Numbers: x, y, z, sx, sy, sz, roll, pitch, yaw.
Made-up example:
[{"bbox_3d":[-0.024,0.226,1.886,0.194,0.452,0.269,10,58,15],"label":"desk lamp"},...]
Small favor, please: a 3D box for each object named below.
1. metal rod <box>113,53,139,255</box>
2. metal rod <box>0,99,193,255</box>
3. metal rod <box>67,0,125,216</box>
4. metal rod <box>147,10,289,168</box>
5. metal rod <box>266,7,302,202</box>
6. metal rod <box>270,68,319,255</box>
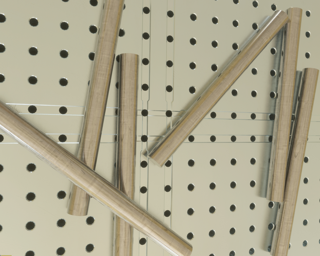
[{"bbox_3d":[-0.044,0.056,0.396,0.025,0.025,0.298,2,89,-20],"label":"metal rod"},{"bbox_3d":[-0.077,0.064,0.356,0.300,0.025,0.025,41,77,-15],"label":"metal rod"},{"bbox_3d":[-0.076,-0.044,0.384,0.025,0.025,0.299,10,87,-20],"label":"metal rod"},{"bbox_3d":[0.090,-0.064,0.445,0.025,0.025,0.301,46,76,-15],"label":"metal rod"},{"bbox_3d":[0.194,-0.037,0.483,0.025,0.025,0.299,8,87,-20],"label":"metal rod"},{"bbox_3d":[0.213,0.053,0.490,0.025,0.025,0.299,13,86,-20],"label":"metal rod"}]
